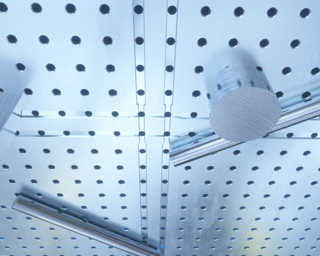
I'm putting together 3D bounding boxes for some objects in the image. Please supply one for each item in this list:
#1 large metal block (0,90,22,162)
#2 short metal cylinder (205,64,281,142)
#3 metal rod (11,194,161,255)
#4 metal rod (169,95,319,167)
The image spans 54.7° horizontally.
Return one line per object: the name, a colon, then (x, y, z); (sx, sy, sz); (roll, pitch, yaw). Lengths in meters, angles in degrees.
large metal block: (-0.220, -0.006, 0.367); (0.081, 0.080, 0.050); (14, 129, -12)
short metal cylinder: (0.097, -0.029, 0.372); (0.081, 0.050, 0.079); (0, 130, 0)
metal rod: (-0.122, 0.193, 0.573); (0.301, 0.025, 0.025); (32, 123, -25)
metal rod: (0.152, -0.008, 0.406); (0.300, 0.025, 0.025); (-22, 127, 17)
